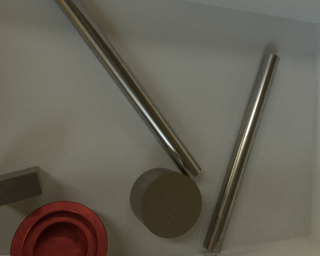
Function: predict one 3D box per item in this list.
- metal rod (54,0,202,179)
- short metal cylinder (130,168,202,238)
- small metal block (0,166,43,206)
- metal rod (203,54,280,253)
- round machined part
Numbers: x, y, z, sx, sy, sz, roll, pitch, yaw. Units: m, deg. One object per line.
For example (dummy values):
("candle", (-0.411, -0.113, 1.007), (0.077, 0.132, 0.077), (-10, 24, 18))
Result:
("metal rod", (-0.039, -0.055, 0.396), (0.025, 0.025, 0.299), (-40, 103, -16))
("short metal cylinder", (0.007, 0.094, 0.401), (0.081, 0.050, 0.079), (0, 90, -21))
("small metal block", (-0.158, 0.063, 0.339), (0.050, 0.050, 0.025), (-14, 95, -20))
("metal rod", (0.122, 0.032, 0.457), (0.025, 0.025, 0.299), (22, 83, -19))
("round machined part", (-0.111, 0.136, 0.346), (0.099, 0.042, 0.098), (9, 56, -13))
